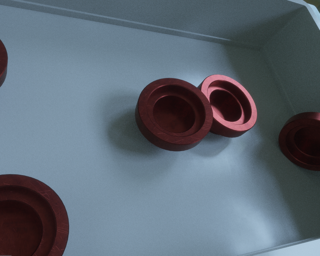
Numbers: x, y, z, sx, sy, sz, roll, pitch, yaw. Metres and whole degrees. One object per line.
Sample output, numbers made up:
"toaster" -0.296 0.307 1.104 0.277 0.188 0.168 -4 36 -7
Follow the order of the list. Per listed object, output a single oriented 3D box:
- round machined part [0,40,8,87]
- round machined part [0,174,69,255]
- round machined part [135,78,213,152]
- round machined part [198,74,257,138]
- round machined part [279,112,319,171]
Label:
"round machined part" -0.213 -0.065 0.320 0.099 0.042 0.098 14 56 -21
"round machined part" -0.133 0.093 0.267 0.099 0.042 0.098 14 56 -21
"round machined part" 0.016 -0.014 0.405 0.099 0.042 0.098 7 61 -12
"round machined part" 0.092 -0.029 0.464 0.099 0.042 0.098 14 56 -21
"round machined part" 0.241 0.016 0.482 0.098 0.097 0.042 44 51 2
